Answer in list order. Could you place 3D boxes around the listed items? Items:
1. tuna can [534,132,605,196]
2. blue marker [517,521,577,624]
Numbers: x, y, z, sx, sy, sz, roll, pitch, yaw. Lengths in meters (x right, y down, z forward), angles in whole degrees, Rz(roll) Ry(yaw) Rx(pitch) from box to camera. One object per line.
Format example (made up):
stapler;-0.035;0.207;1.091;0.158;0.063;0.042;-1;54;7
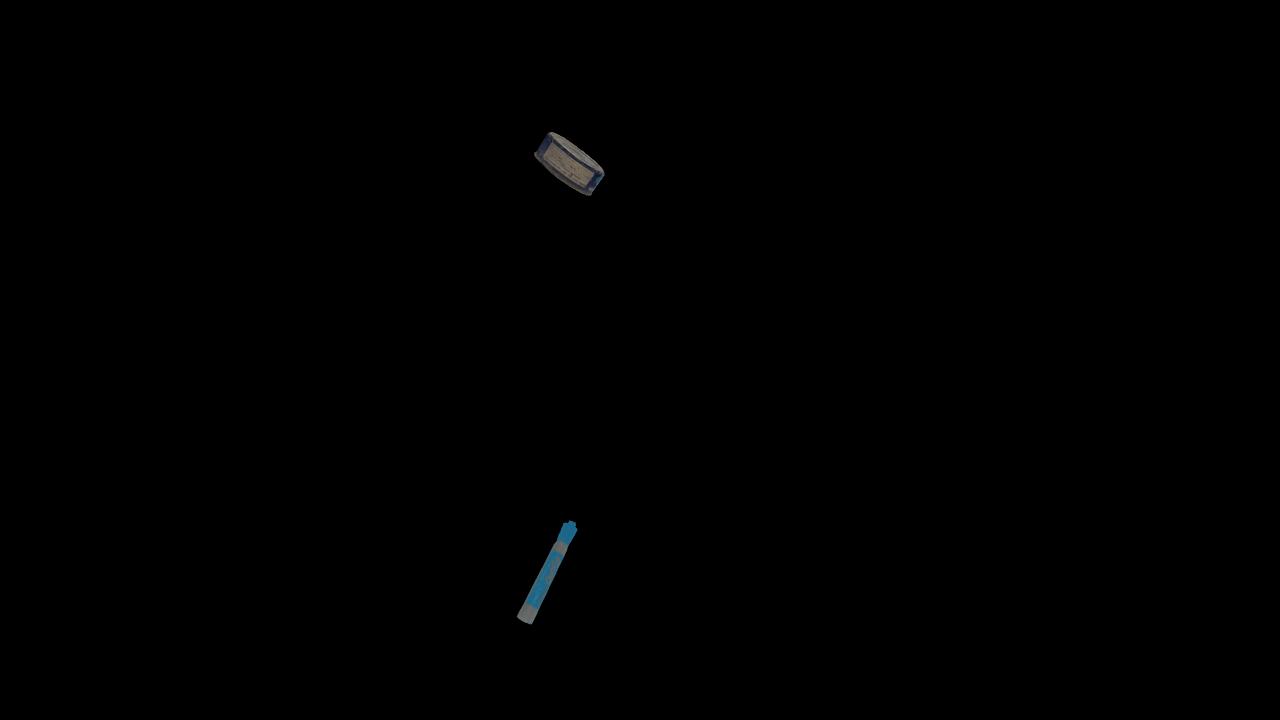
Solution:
tuna can;-0.085;-0.240;0.751;0.084;0.034;0.084;34;19;-13
blue marker;-0.103;0.239;0.702;0.020;0.121;0.020;18;-35;13
